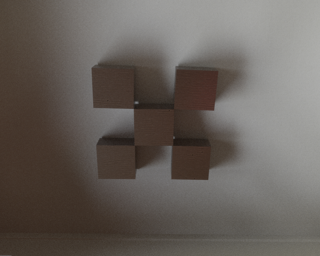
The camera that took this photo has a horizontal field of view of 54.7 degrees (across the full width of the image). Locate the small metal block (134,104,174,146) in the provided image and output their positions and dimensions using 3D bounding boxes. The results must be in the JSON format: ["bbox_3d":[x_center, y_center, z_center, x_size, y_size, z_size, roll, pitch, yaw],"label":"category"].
[{"bbox_3d":[-0.008,-0.005,0.407,0.050,0.025,0.050,0,110,-1],"label":"small metal block"}]

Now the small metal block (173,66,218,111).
[{"bbox_3d":[0.044,-0.050,0.390,0.050,0.025,0.050,2,110,-1],"label":"small metal block"}]

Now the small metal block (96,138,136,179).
[{"bbox_3d":[-0.058,0.042,0.424,0.050,0.025,0.050,1,110,-1],"label":"small metal block"}]

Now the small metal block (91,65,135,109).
[{"bbox_3d":[-0.057,-0.052,0.389,0.050,0.025,0.050,1,110,-1],"label":"small metal block"}]

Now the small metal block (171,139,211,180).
[{"bbox_3d":[0.041,0.043,0.425,0.050,0.025,0.050,1,110,-1],"label":"small metal block"}]
